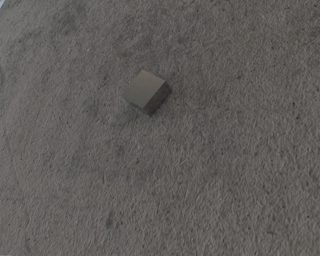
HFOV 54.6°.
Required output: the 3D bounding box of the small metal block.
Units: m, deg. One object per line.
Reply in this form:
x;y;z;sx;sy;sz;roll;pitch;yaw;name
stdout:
-0.019;-0.050;0.446;0.050;0.025;0.050;33;80;38;small metal block
